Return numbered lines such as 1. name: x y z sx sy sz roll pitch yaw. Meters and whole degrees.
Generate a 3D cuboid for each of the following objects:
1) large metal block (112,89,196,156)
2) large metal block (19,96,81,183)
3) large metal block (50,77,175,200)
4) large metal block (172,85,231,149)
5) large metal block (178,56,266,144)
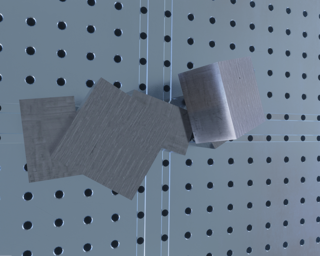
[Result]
1. large metal block: -0.013 -0.005 0.379 0.081 0.080 0.050 20 84 -19
2. large metal block: -0.119 0.010 0.339 0.050 0.080 0.079 -7 93 -20
3. large metal block: -0.047 0.010 0.296 0.080 0.050 0.080 33 79 -17
4. large metal block: 0.076 -0.027 0.429 0.080 0.050 0.080 -32 101 -18
5. large metal block: 0.073 -0.034 0.355 0.081 0.050 0.080 -22 99 -48
